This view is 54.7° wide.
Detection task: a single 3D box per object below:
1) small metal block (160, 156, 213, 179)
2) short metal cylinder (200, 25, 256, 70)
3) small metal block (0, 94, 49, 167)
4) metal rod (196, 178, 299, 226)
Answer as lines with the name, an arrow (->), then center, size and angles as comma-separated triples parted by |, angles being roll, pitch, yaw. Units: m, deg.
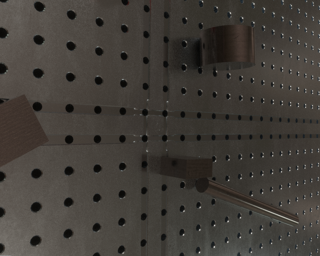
small metal block -> 0.036, 0.053, 0.426 | 0.050, 0.050, 0.025 | 3, 88, -40
short metal cylinder -> 0.100, -0.116, 0.459 | 0.081, 0.080, 0.050 | -3, 92, -40
small metal block -> -0.143, 0.002, 0.291 | 0.050, 0.025, 0.050 | -34, 111, -35
metal rod -> 0.171, 0.139, 0.556 | 0.301, 0.025, 0.025 | 27, 73, -37
